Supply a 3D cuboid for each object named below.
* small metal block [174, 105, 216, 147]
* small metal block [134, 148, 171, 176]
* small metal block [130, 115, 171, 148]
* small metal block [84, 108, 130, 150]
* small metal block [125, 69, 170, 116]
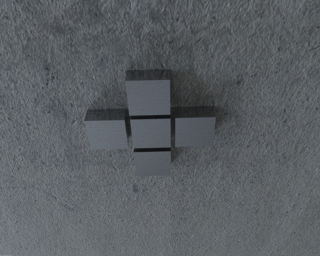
[{"bbox_3d":[0.045,-0.002,0.408,0.050,0.025,0.050,-1,130,0],"label":"small metal block"},{"bbox_3d":[-0.010,0.043,0.446,0.050,0.025,0.050,-2,130,1],"label":"small metal block"},{"bbox_3d":[-0.011,0.000,0.409,0.050,0.025,0.050,-1,130,0],"label":"small metal block"},{"bbox_3d":[-0.068,0.002,0.409,0.050,0.025,0.050,-1,130,0],"label":"small metal block"},{"bbox_3d":[-0.013,-0.043,0.372,0.050,0.025,0.050,-1,130,0],"label":"small metal block"}]
